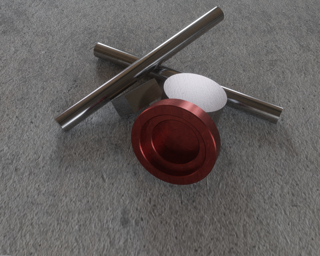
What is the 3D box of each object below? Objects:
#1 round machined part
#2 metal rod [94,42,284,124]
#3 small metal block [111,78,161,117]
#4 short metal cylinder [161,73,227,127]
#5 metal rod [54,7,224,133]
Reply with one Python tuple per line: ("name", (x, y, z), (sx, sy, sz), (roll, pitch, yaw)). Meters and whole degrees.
("round machined part", (0.020, 0.012, 0.351), (0.098, 0.097, 0.042), (20, 31, 15))
("metal rod", (0.030, -0.073, 0.464), (0.301, 0.025, 0.025), (23, 54, 18))
("small metal block", (-0.031, -0.041, 0.419), (0.050, 0.050, 0.025), (-35, 103, -26))
("short metal cylinder", (0.040, -0.028, 0.401), (0.081, 0.050, 0.080), (7, 42, -6))
("metal rod", (-0.019, -0.093, 0.450), (0.301, 0.025, 0.025), (-39, 60, -18))
